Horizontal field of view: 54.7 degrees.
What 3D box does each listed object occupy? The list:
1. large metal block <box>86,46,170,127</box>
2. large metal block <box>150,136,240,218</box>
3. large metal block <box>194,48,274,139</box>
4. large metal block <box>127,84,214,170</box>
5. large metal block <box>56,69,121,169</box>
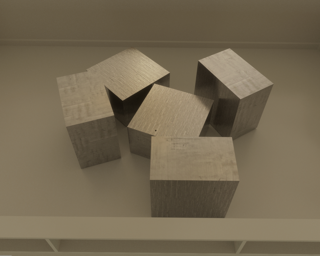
[{"bbox_3d":[-0.043,-0.061,0.437,0.080,0.050,0.080,-35,59,-26],"label":"large metal block"},{"bbox_3d":[0.031,0.053,0.324,0.081,0.080,0.050,1,50,0],"label":"large metal block"},{"bbox_3d":[0.090,-0.043,0.404,0.050,0.080,0.080,-25,55,-20],"label":"large metal block"},{"bbox_3d":[0.015,-0.002,0.389,0.080,0.050,0.080,18,52,14],"label":"large metal block"},{"bbox_3d":[-0.085,-0.011,0.376,0.050,0.080,0.080,-15,52,-12],"label":"large metal block"}]
